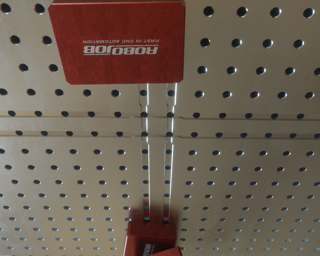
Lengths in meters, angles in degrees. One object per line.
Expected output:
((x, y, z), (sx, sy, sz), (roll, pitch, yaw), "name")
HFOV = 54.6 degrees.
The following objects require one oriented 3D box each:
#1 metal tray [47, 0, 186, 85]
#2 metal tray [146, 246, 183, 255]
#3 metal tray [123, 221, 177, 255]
((-0.040, -0.092, 0.329), (0.131, 0.030, 0.089), (-1, 130, 0), "metal tray")
((-0.004, 0.277, 0.609), (0.091, 0.030, 0.129), (-13, 145, -11), "metal tray")
((-0.024, 0.234, 0.607), (0.091, 0.030, 0.129), (7, 130, -6), "metal tray")
